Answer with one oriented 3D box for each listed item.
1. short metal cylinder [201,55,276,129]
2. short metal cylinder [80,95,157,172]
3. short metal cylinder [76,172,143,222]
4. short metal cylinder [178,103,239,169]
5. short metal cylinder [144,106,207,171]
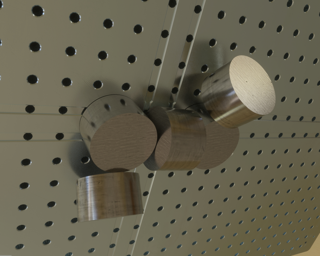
[{"bbox_3d":[0.100,-0.045,0.396,0.081,0.080,0.050,9,156,-33],"label":"short metal cylinder"},{"bbox_3d":[-0.050,0.007,0.372,0.081,0.050,0.079,-14,125,-21],"label":"short metal cylinder"},{"bbox_3d":[-0.063,0.088,0.389,0.081,0.050,0.080,-7,164,-2],"label":"short metal cylinder"},{"bbox_3d":[0.064,0.011,0.438,0.081,0.050,0.079,-14,125,-21],"label":"short metal cylinder"},{"bbox_3d":[0.014,0.014,0.393,0.050,0.080,0.079,5,116,-31],"label":"short metal cylinder"}]
